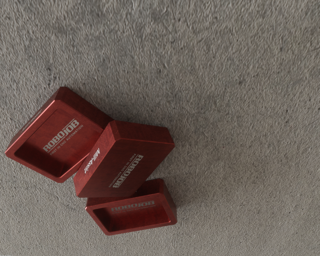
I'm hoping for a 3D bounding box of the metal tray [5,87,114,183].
[{"bbox_3d":[-0.131,0.015,0.414,0.090,0.030,0.130,37,121,-27],"label":"metal tray"}]

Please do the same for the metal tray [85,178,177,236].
[{"bbox_3d":[-0.045,0.135,0.517,0.130,0.030,0.090,-13,129,10],"label":"metal tray"}]

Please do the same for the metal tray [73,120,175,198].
[{"bbox_3d":[-0.051,0.048,0.422,0.091,0.030,0.129,8,134,-37],"label":"metal tray"}]
